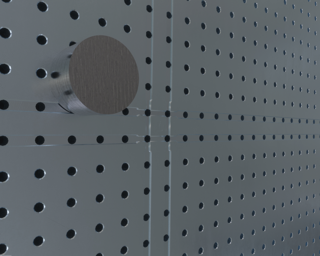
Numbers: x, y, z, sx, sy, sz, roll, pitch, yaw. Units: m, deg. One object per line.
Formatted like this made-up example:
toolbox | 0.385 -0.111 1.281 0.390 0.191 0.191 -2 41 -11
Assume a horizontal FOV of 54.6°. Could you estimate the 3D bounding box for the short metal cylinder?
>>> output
short metal cylinder | -0.070 -0.054 0.333 0.081 0.050 0.080 0 90 -40
